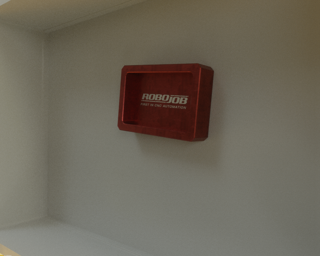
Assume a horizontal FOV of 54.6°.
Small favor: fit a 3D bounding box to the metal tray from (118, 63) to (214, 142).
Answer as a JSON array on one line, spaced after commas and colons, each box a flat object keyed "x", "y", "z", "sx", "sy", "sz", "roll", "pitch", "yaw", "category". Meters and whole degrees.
[{"x": 0.002, "y": -0.035, "z": 0.402, "sx": 0.130, "sy": 0.030, "sz": 0.089, "roll": 8, "pitch": 95, "yaw": 39, "category": "metal tray"}]
